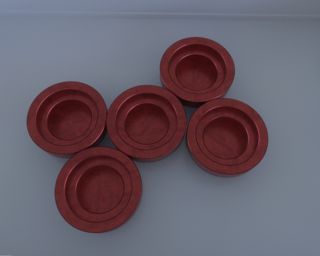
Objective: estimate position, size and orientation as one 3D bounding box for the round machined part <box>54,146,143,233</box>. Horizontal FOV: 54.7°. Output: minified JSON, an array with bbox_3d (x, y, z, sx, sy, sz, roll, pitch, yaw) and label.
[{"bbox_3d":[-0.070,0.074,0.370,0.099,0.042,0.098,0,70,0],"label":"round machined part"}]

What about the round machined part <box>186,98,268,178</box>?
[{"bbox_3d":[0.082,0.015,0.393,0.099,0.042,0.098,0,70,0],"label":"round machined part"}]

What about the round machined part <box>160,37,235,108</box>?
[{"bbox_3d":[0.049,-0.072,0.424,0.099,0.042,0.098,0,70,0],"label":"round machined part"}]

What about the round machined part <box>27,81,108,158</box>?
[{"bbox_3d":[-0.114,-0.008,0.400,0.099,0.042,0.098,0,70,0],"label":"round machined part"}]

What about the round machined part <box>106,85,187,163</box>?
[{"bbox_3d":[-0.016,-0.003,0.398,0.099,0.042,0.098,0,70,0],"label":"round machined part"}]
